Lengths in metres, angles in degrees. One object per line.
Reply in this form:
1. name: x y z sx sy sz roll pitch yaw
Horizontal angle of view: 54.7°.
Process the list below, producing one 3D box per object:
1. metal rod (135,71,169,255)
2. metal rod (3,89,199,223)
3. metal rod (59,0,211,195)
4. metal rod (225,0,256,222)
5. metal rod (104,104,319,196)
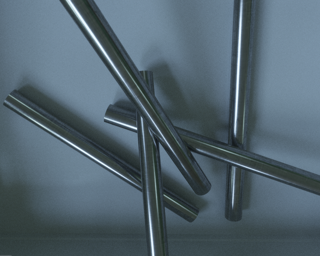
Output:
1. metal rod: -0.008 0.081 0.371 0.025 0.025 0.298 -5 86 2
2. metal rod: -0.071 0.045 0.426 0.301 0.025 0.025 35 106 -12
3. metal rod: -0.012 -0.021 0.339 0.025 0.025 0.299 -28 124 10
4. metal rod: 0.103 -0.008 0.408 0.025 0.025 0.298 -2 110 0
5. metal rod: 0.074 0.029 0.399 0.301 0.025 0.025 19 109 2
